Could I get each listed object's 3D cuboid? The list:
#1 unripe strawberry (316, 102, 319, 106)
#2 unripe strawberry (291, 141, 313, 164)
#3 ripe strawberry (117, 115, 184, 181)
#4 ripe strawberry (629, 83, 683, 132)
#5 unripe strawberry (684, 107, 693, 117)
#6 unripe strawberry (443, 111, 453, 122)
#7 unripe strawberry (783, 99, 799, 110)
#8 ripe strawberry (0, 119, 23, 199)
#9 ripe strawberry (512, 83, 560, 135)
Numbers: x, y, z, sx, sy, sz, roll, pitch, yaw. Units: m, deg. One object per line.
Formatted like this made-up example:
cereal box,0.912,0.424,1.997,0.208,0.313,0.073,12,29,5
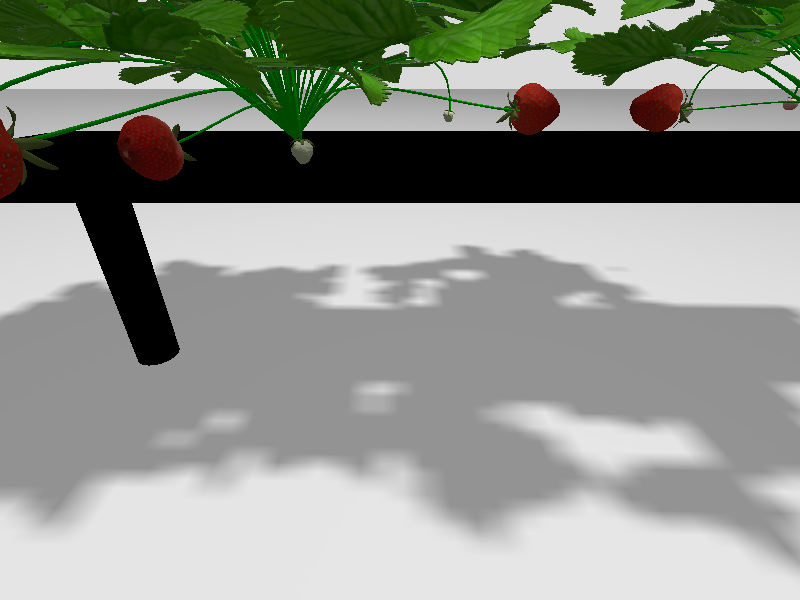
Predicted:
unripe strawberry,-0.100,-0.230,0.469,0.011,0.011,0.011,-2,29,-4
unripe strawberry,-0.050,-0.075,0.204,0.011,0.011,0.010,-7,30,-13
ripe strawberry,-0.118,-0.071,0.188,0.025,0.029,0.027,6,30,11
ripe strawberry,0.241,-0.182,0.380,0.042,0.041,0.039,15,32,26
unripe strawberry,0.339,-0.222,0.472,0.011,0.011,0.010,-4,29,-8
unripe strawberry,0.050,-0.190,0.414,0.010,0.011,0.012,-21,35,-32
unripe strawberry,0.473,-0.236,0.484,0.014,0.013,0.013,16,33,26
ripe strawberry,-0.176,-0.056,0.153,0.040,0.043,0.043,13,32,22
ripe strawberry,0.121,-0.168,0.354,0.043,0.042,0.040,-5,29,-10
